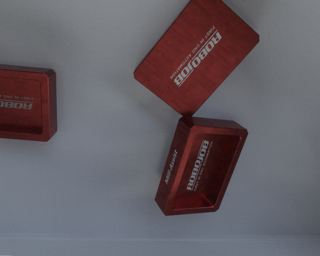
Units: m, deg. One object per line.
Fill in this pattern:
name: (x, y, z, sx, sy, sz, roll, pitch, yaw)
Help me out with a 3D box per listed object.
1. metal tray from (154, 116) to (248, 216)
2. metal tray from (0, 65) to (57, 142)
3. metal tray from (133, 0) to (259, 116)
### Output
metal tray: (0.053, 0.052, 0.408, 0.091, 0.030, 0.129, 4, 112, -29)
metal tray: (-0.202, -0.034, 0.394, 0.131, 0.030, 0.089, 5, 110, -2)
metal tray: (0.042, -0.088, 0.376, 0.090, 0.030, 0.130, 37, 106, -13)
